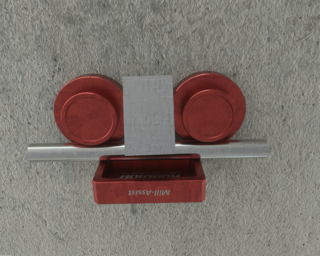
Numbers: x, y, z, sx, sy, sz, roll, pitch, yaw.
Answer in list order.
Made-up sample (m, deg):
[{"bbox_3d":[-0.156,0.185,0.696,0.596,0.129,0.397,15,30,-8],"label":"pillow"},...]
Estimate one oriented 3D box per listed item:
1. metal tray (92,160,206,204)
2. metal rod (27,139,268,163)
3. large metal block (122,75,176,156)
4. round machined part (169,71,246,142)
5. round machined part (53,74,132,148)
[{"bbox_3d":[-0.013,0.059,0.398,0.131,0.090,0.030,-1,110,0],"label":"metal tray"},{"bbox_3d":[-0.015,0.029,0.400,0.302,0.025,0.025,-1,110,0],"label":"metal rod"},{"bbox_3d":[-0.011,-0.011,0.349,0.050,0.080,0.080,-2,87,0],"label":"large metal block"},{"bbox_3d":[0.061,-0.021,0.394,0.099,0.042,0.097,0,110,-1],"label":"round machined part"},{"bbox_3d":[-0.086,-0.017,0.392,0.099,0.042,0.097,0,110,-1],"label":"round machined part"}]
